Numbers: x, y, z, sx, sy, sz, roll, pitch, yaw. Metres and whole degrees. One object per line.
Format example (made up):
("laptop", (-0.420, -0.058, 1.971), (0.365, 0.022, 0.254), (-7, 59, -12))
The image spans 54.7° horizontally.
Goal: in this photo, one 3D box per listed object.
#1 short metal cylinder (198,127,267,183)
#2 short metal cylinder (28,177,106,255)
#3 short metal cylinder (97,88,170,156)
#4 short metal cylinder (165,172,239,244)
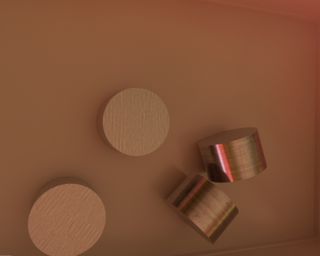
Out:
("short metal cylinder", (0.097, 0.035, 0.417), (0.081, 0.080, 0.050), (-18, 97, -19))
("short metal cylinder", (-0.107, 0.100, 0.358), (0.081, 0.050, 0.080), (0, 90, -20))
("short metal cylinder", (-0.035, -0.007, 0.384), (0.081, 0.050, 0.080), (0, 90, -20))
("short metal cylinder", (0.054, 0.102, 0.401), (0.050, 0.080, 0.080), (-46, 105, -14))
